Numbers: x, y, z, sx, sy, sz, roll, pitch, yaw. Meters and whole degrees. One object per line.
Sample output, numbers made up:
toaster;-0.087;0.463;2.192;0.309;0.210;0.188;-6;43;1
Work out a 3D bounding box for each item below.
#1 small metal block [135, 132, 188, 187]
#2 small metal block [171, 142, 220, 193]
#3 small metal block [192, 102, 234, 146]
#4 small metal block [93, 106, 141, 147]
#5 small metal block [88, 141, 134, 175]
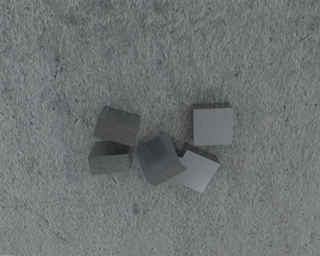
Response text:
small metal block;0.001;0.041;0.409;0.050;0.050;0.025;-30;147;10
small metal block;0.048;0.055;0.430;0.050;0.025;0.050;24;108;-9
small metal block;0.068;-0.005;0.408;0.050;0.025;0.050;-3;110;1
small metal block;-0.053;-0.003;0.395;0.050;0.050;0.025;15;110;-6
small metal block;-0.063;0.037;0.409;0.050;0.050;0.025;-6;110;2
